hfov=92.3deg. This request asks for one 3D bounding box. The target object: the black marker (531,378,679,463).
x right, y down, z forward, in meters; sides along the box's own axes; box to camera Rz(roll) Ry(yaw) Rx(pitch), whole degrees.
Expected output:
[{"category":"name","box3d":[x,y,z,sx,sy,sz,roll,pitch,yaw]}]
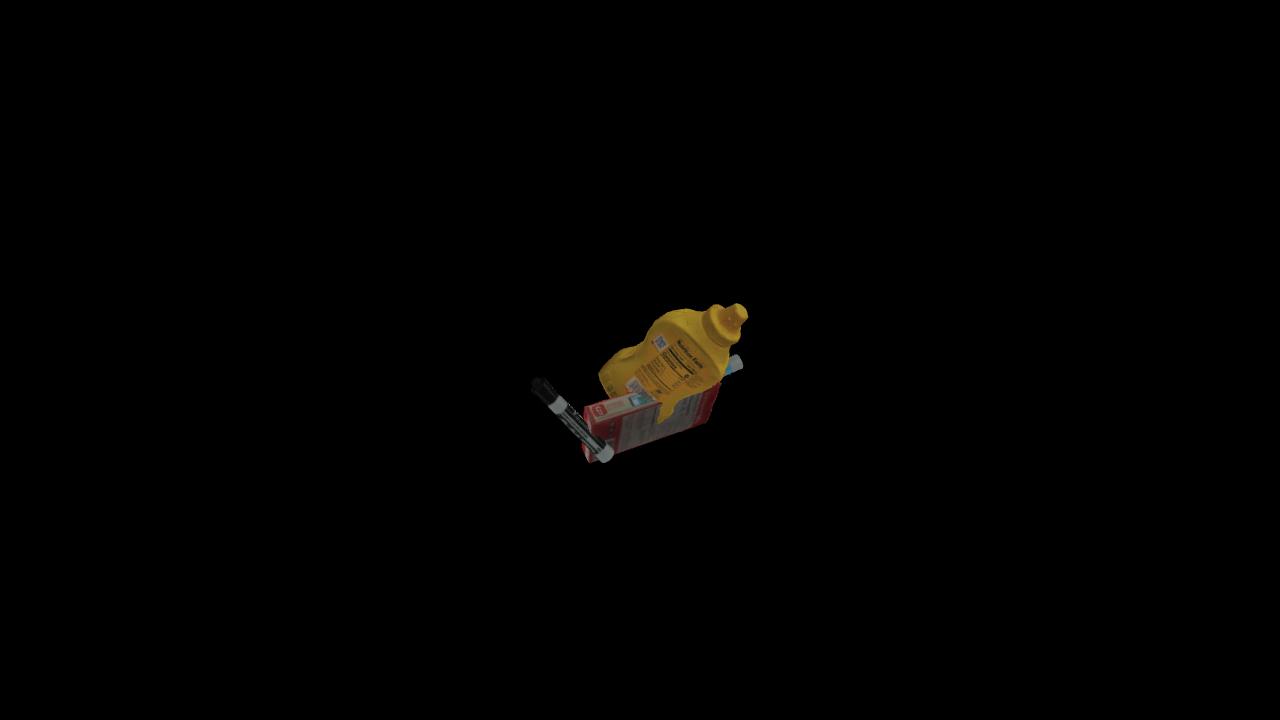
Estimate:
[{"category":"black marker","box3d":[-0.069,0.062,0.631,0.020,0.020,0.121,0,-43,53]}]

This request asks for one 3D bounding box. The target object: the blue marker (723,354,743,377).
[{"category":"blue marker","box3d":[0.065,0.026,0.729,0.121,0.020,0.020,-24,3,-6]}]

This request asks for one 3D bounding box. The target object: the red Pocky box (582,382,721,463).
[{"category":"red Pocky box","box3d":[0.011,0.062,0.683,0.155,0.028,0.083,-16,-35,-20]}]

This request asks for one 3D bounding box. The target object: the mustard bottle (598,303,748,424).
[{"category":"mustard bottle","box3d":[0.041,-0.003,0.634,0.184,0.092,0.054,-39,2,39]}]
